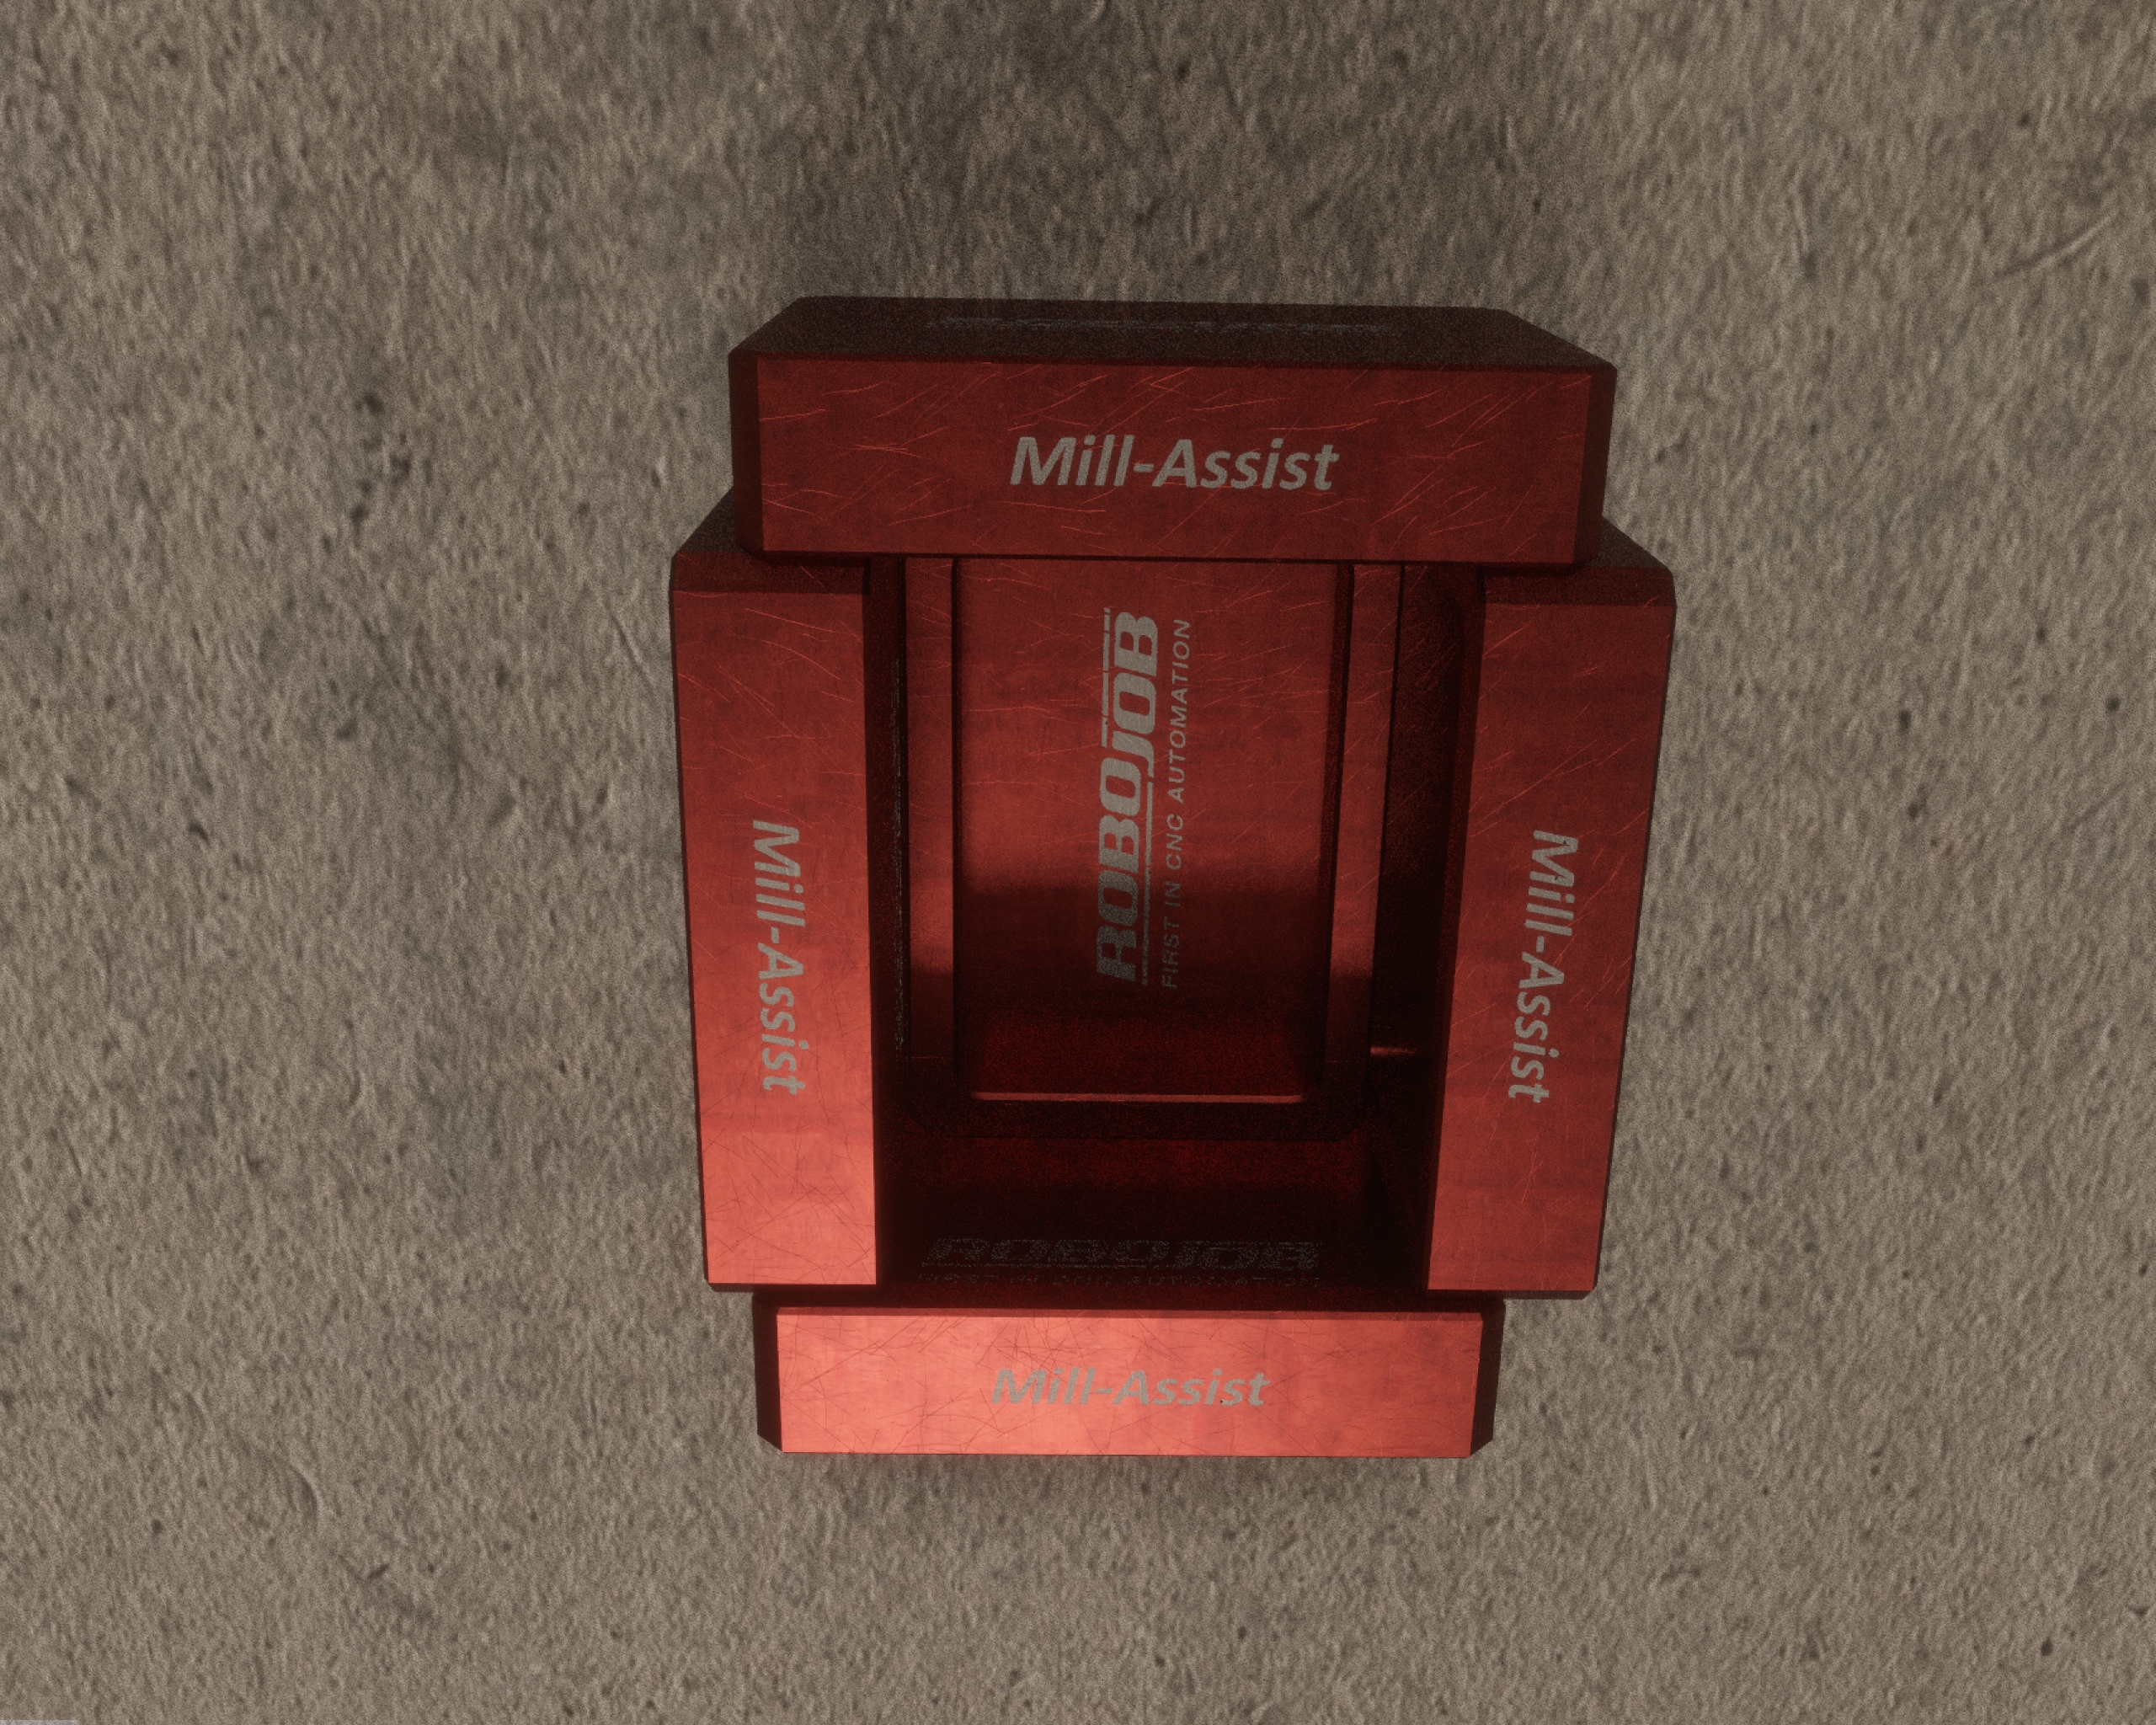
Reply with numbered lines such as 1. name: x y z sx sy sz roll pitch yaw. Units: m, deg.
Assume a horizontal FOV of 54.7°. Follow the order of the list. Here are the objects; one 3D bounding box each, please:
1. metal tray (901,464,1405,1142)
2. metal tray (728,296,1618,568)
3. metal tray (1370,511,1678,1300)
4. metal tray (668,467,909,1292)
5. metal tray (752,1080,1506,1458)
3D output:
1. metal tray: 0.013 -0.010 0.405 0.091 0.030 0.129 1 110 -1
2. metal tray: 0.014 -0.074 0.349 0.131 0.090 0.030 1 110 -1
3. metal tray: 0.075 0.001 0.377 0.030 0.090 0.129 1 110 -1
4. metal tray: -0.048 0.000 0.375 0.030 0.090 0.129 1 110 -1
5. metal tray: 0.009 0.075 0.404 0.131 0.090 0.030 1 110 -1
